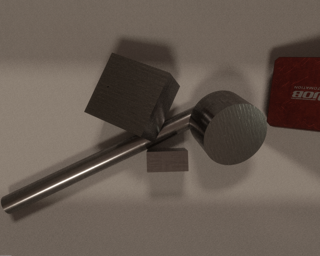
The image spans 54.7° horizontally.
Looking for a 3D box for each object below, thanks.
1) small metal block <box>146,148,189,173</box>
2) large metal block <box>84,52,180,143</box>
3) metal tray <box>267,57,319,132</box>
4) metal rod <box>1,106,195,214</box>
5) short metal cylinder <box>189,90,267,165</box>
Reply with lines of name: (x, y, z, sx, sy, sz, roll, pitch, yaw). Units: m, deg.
small metal block: (0.009, 0.040, 0.399, 0.050, 0.050, 0.025, -2, 91, -1)
large metal block: (-0.033, -0.036, 0.384, 0.080, 0.050, 0.080, 23, 87, 19)
metal tray: (0.207, -0.039, 0.382, 0.130, 0.030, 0.089, 8, 90, 29)
metal rod: (-0.065, 0.037, 0.410, 0.301, 0.025, 0.025, -25, 90, -1)
short metal cylinder: (0.083, -0.001, 0.384, 0.081, 0.050, 0.079, -6, 115, -13)
